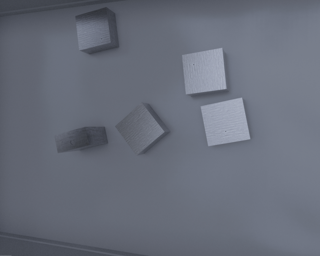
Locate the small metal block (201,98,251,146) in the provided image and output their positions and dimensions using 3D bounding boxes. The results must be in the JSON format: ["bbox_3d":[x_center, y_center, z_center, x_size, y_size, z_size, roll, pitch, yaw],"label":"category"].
[{"bbox_3d":[0.082,-0.007,0.381,0.050,0.025,0.050,-11,86,19],"label":"small metal block"}]

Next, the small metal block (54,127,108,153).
[{"bbox_3d":[-0.109,0.016,0.434,0.050,0.050,0.025,-14,86,19],"label":"small metal block"}]

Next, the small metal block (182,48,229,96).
[{"bbox_3d":[0.058,-0.069,0.390,0.050,0.025,0.050,-6,88,19],"label":"small metal block"}]

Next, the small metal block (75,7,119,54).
[{"bbox_3d":[-0.089,-0.137,0.441,0.050,0.025,0.050,-8,87,19],"label":"small metal block"}]

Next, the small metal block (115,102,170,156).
[{"bbox_3d":[-0.023,0.001,0.418,0.050,0.025,0.050,-41,78,15],"label":"small metal block"}]
